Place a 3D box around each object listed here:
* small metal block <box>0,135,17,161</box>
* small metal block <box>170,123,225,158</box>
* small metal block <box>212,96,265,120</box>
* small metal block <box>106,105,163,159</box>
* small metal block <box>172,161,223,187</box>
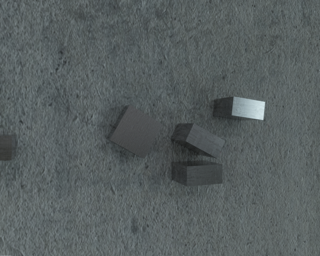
[{"bbox_3d":[-0.182,0.020,0.328,0.050,0.050,0.025,1,90,-20],"label":"small metal block"},{"bbox_3d":[0.049,0.016,0.414,0.050,0.050,0.025,29,81,-18],"label":"small metal block"},{"bbox_3d":[0.110,-0.026,0.436,0.050,0.050,0.025,7,88,-20],"label":"small metal block"},{"bbox_3d":[-0.033,0.005,0.397,0.050,0.025,0.050,31,80,-18],"label":"small metal block"},{"bbox_3d":[0.048,0.059,0.414,0.050,0.050,0.025,-1,91,-20],"label":"small metal block"}]
